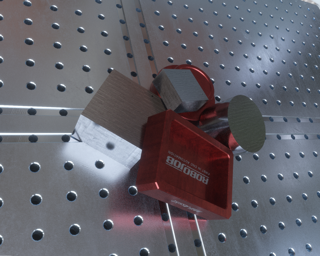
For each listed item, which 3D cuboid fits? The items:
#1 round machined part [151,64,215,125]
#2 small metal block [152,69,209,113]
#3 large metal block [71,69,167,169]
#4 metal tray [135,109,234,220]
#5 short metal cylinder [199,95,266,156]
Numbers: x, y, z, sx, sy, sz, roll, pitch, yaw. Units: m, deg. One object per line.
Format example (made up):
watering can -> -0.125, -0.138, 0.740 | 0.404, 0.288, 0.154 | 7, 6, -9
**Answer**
round machined part -> 0.039, -0.054, 0.451 | 0.099, 0.042, 0.098 | 14, 56, -21
small metal block -> 0.026, -0.047, 0.391 | 0.050, 0.025, 0.050 | -9, 63, -44
large metal block -> -0.046, -0.011, 0.374 | 0.080, 0.050, 0.080 | 31, 52, -8
metal tray -> 0.036, 0.047, 0.359 | 0.130, 0.030, 0.090 | 31, 55, -37
short metal cylinder -> 0.102, -0.001, 0.433 | 0.081, 0.050, 0.080 | 13, 68, -36
